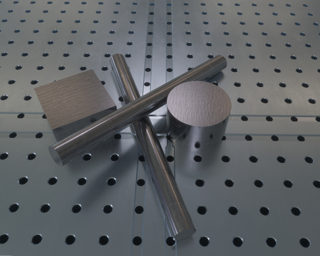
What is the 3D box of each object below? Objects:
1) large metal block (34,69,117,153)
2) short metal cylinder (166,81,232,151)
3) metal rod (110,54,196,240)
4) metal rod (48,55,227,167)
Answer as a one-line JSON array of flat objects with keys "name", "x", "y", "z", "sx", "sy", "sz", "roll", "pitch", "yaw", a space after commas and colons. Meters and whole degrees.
[{"name": "large metal block", "x": -0.109, "y": -0.024, "z": 0.410, "sx": 0.081, "sy": 0.050, "sz": 0.080, "roll": -23, "pitch": 54, "yaw": -19}, {"name": "short metal cylinder", "x": 0.049, "y": -0.016, "z": 0.405, "sx": 0.081, "sy": 0.050, "sz": 0.080, "roll": 0, "pitch": 50, "yaw": 0}, {"name": "metal rod", "x": -0.022, "y": 0.000, "z": 0.407, "sx": 0.025, "sy": 0.025, "sz": 0.300, "roll": -14, "pitch": 52, "yaw": -12}, {"name": "metal rod", "x": -0.006, "y": -0.038, "z": 0.410, "sx": 0.025, "sy": 0.025, "sz": 0.302, "roll": 36, "pitch": 50, "yaw": 26}]
